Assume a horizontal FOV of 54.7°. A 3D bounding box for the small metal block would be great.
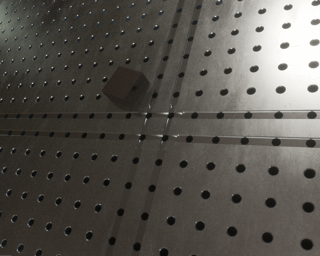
[{"bbox_3d":[-0.053,-0.063,0.473,0.050,0.025,0.050,23,74,36],"label":"small metal block"}]
